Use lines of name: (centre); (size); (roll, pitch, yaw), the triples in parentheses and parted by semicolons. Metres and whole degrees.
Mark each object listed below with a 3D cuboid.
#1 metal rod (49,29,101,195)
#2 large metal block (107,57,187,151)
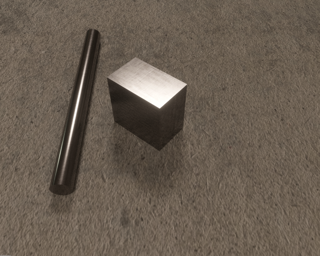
metal rod: (-0.113, -0.046, 0.440); (0.025, 0.025, 0.300); (-1, 50, -1)
large metal block: (-0.016, -0.030, 0.392); (0.080, 0.080, 0.050); (32, 57, 23)
